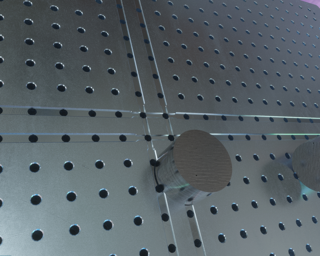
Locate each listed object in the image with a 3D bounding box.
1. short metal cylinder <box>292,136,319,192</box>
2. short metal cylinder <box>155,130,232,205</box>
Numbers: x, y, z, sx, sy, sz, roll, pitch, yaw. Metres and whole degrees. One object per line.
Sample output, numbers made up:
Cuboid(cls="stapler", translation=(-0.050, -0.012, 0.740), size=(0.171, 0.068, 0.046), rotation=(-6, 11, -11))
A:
Cuboid(cls="short metal cylinder", translation=(0.255, 0.053, 0.477), size=(0.050, 0.080, 0.080), rotation=(-16, 71, -35))
Cuboid(cls="short metal cylinder", translation=(0.041, 0.049, 0.384), size=(0.081, 0.050, 0.080), rotation=(14, 56, -21))
